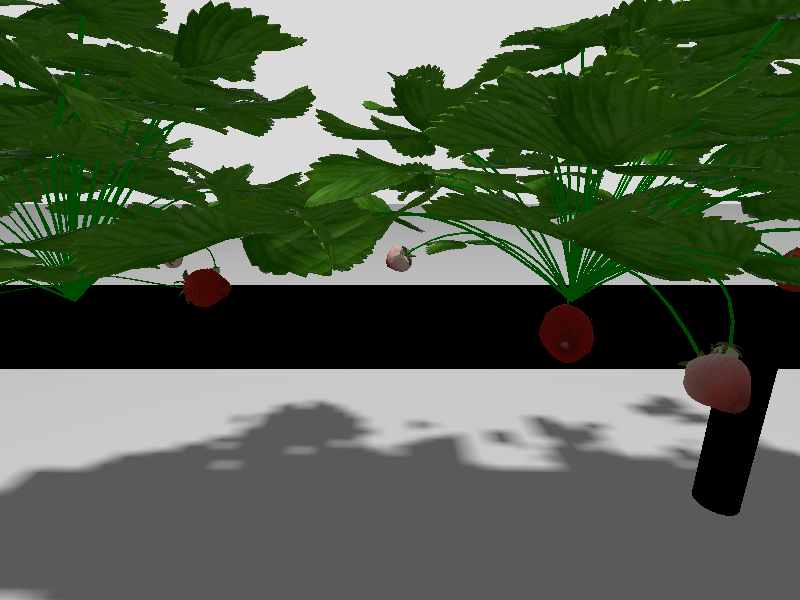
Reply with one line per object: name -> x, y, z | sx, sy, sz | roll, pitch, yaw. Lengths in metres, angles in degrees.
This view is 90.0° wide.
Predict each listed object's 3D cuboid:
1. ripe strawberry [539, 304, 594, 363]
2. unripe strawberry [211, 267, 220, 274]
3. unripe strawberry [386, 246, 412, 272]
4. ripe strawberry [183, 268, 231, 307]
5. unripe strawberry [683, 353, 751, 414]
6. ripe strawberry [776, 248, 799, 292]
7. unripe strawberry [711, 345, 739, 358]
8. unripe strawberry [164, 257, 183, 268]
ripe strawberry -> 0.095, 0.020, 0.229 | 0.029, 0.033, 0.032 | 7, 17, 23
unripe strawberry -> -0.215, -0.033, 0.467 | 0.011, 0.010, 0.010 | 11, 19, 35
unripe strawberry -> -0.003, -0.050, 0.495 | 0.034, 0.033, 0.032 | -19, -2, 44
ripe strawberry -> -0.161, -0.010, 0.338 | 0.034, 0.033, 0.037 | 3, 15, 9
unripe strawberry -> 0.144, 0.038, 0.181 | 0.025, 0.026, 0.027 | 1, 33, 3
ripe strawberry -> 0.398, -0.027, 0.394 | 0.045, 0.044, 0.042 | 19, 11, -14
unripe strawberry -> 0.174, 0.030, 0.214 | 0.013, 0.013, 0.011 | -2, 15, -7
unripe strawberry -> -0.296, -0.056, 0.524 | 0.027, 0.028, 0.029 | 0, 12, -1
